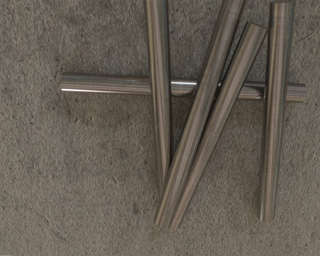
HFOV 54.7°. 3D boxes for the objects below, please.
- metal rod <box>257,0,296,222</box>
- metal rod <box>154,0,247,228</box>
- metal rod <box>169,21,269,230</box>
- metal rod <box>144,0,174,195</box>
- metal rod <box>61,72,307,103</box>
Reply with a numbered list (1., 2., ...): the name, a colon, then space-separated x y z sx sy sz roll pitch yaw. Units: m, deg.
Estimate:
1. metal rod: 0.141 0.000 0.389 0.025 0.025 0.298 -6 118 2
2. metal rod: 0.043 -0.006 0.379 0.025 0.025 0.298 14 109 -5
3. metal rod: 0.061 0.016 0.396 0.025 0.025 0.298 16 117 -6
4. metal rod: 0.001 -0.040 0.367 0.025 0.025 0.298 -3 121 1
5. metal rod: 0.031 -0.051 0.391 0.302 0.025 0.025 2 110 -1
